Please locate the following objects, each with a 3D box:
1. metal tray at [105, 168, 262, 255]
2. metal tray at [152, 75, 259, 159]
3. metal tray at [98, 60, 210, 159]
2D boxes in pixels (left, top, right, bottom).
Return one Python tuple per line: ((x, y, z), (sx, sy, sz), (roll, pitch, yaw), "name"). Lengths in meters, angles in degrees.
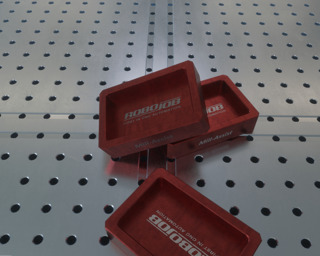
((0.022, 0.109, 0.312), (0.130, 0.030, 0.090), (32, 57, 24), "metal tray")
((0.053, -0.019, 0.420), (0.131, 0.030, 0.090), (-18, 52, -15), "metal tray")
((-0.011, -0.022, 0.383), (0.130, 0.030, 0.090), (-16, 57, 16), "metal tray")
